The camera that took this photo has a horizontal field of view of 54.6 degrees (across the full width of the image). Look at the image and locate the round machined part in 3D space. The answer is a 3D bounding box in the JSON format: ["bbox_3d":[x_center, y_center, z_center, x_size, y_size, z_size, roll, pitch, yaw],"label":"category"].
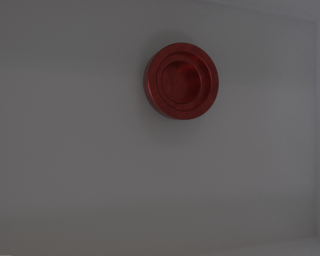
[{"bbox_3d":[0.025,-0.059,0.410,0.099,0.042,0.097,0,90,-20],"label":"round machined part"}]
